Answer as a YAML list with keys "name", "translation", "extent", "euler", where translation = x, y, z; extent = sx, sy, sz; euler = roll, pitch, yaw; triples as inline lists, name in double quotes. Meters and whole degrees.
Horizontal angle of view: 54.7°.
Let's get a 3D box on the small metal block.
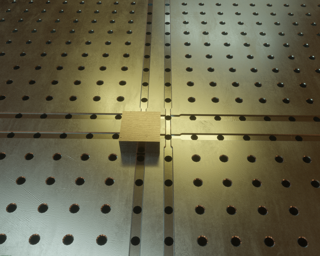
- name: "small metal block"
  translation: [-0.025, 0.005, 0.403]
  extent: [0.050, 0.025, 0.050]
  euler: [1, 50, 0]
